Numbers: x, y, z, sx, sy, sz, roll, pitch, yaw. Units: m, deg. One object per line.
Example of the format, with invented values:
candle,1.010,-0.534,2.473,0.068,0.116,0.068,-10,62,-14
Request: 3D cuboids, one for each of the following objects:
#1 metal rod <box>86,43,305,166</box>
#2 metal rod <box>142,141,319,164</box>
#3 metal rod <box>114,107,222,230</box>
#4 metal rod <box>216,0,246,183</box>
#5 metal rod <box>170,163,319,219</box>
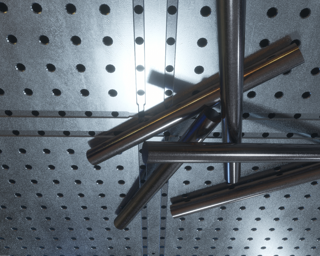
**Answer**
metal rod,0.029,-0.020,0.394,0.300,0.025,0.025,-27,126,20
metal rod,0.125,0.032,0.395,0.303,0.025,0.025,2,132,-20
metal rod,-0.005,0.078,0.461,0.025,0.025,0.298,21,132,-17
metal rod,0.085,-0.019,0.365,0.025,0.025,0.299,-8,140,7
metal rod,0.159,0.095,0.494,0.301,0.025,0.025,-20,128,15
